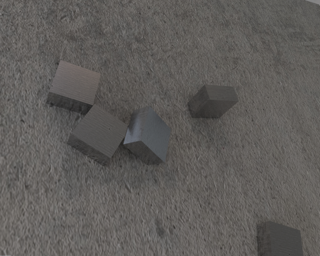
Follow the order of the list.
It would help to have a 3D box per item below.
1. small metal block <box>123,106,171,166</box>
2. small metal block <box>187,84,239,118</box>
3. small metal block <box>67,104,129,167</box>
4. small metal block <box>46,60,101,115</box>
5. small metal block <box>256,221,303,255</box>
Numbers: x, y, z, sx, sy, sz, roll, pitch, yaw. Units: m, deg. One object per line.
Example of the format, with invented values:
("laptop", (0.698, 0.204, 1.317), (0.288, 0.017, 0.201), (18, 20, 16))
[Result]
("small metal block", (-0.014, 0.010, 0.375), (0.050, 0.025, 0.050), (47, 42, -39))
("small metal block", (0.076, -0.037, 0.451), (0.050, 0.050, 0.025), (0, 62, -28))
("small metal block", (-0.071, 0.008, 0.360), (0.050, 0.025, 0.050), (33, 51, -6))
("small metal block", (-0.104, -0.049, 0.377), (0.050, 0.025, 0.050), (18, 55, -18))
("small metal block", (0.152, 0.152, 0.393), (0.050, 0.025, 0.050), (21, 54, -16))
